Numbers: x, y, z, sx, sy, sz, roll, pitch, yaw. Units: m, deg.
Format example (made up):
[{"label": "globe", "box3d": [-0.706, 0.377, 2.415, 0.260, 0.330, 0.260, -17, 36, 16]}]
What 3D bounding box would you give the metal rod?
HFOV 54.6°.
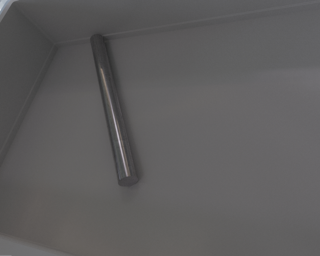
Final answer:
[{"label": "metal rod", "box3d": [-0.077, -0.047, 0.476, 0.025, 0.025, 0.300, -27, 52, 11]}]
